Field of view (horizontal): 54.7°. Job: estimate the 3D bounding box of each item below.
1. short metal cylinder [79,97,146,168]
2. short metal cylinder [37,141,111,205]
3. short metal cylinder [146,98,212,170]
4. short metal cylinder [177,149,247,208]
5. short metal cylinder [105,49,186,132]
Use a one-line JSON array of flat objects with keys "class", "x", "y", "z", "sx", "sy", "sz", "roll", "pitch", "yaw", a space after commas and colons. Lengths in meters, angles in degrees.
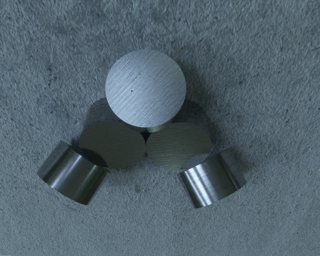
[{"class": "short metal cylinder", "x": -0.058, "y": 0.006, "z": 0.396, "sx": 0.081, "sy": 0.050, "sz": 0.079, "roll": 0, "pitch": 130, "yaw": 0}, {"class": "short metal cylinder", "x": -0.113, "y": 0.059, "z": 0.413, "sx": 0.080, "sy": 0.080, "sz": 0.050, "roll": 39, "pitch": 80, "yaw": -28}, {"class": "short metal cylinder", "x": 0.023, "y": 0.008, "z": 0.399, "sx": 0.081, "sy": 0.050, "sz": 0.079, "roll": 0, "pitch": 130, "yaw": 0}, {"class": "short metal cylinder", "x": 0.070, "y": 0.068, "z": 0.423, "sx": 0.080, "sy": 0.080, "sz": 0.050, "roll": -30, "pitch": 83, "yaw": 23}, {"class": "short metal cylinder", "x": -0.015, "y": -0.037, "z": 0.333, "sx": 0.081, "sy": 0.080, "sz": 0.050, "roll": 1, "pitch": 173, "yaw": -1}]
